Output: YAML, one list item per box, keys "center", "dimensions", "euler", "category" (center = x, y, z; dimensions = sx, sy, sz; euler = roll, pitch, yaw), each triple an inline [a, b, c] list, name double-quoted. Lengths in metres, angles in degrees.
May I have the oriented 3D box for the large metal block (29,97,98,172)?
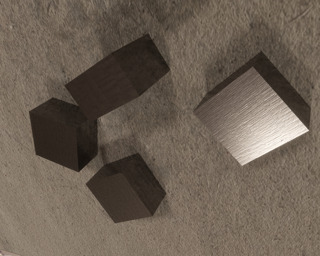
- center: [-0.143, 0.009, 0.470]
  dimensions: [0.080, 0.050, 0.079]
  euler: [19, 126, 17]
  category: "large metal block"

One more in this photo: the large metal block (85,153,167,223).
- center: [-0.051, 0.093, 0.474]
  dimensions: [0.080, 0.050, 0.080]
  euler: [-22, 107, 36]
  category: "large metal block"

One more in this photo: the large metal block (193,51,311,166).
- center: [0.097, -0.019, 0.327]
  dimensions: [0.080, 0.050, 0.080]
  euler: [47, 129, -5]
  category: "large metal block"

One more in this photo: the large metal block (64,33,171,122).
- center: [-0.047, -0.059, 0.358]
  dimensions: [0.080, 0.080, 0.050]
  euler: [-23, 106, 36]
  category: "large metal block"
